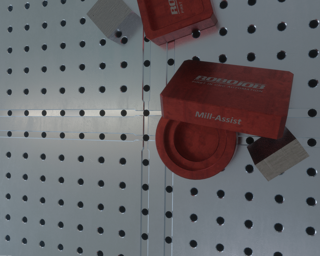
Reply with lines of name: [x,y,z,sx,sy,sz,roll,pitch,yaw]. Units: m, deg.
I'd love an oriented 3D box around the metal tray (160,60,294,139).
metal tray: [0.076,-0.038,0.351,0.130,0.090,0.030,11,132,19]

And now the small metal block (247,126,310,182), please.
small metal block: [0.131,0.026,0.350,0.050,0.050,0.025,-37,102,16]

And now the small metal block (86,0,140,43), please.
small metal block: [-0.066,-0.159,0.436,0.050,0.025,0.050,-44,77,15]

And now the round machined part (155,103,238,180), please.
round machined part: [0.048,0.013,0.387,0.098,0.042,0.097,0,90,20]

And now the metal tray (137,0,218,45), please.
metal tray: [0.014,-0.186,0.404,0.090,0.030,0.129,-15,85,19]
